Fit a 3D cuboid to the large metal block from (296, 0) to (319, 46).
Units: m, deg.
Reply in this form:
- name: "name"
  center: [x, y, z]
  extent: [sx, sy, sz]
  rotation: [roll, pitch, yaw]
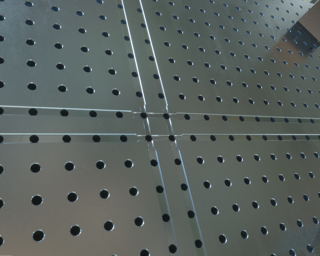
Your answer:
- name: "large metal block"
  center: [0.377, -0.248, 0.717]
  extent: [0.080, 0.080, 0.050]
  rotation: [47, 20, 4]

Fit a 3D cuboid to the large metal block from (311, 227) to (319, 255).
- name: "large metal block"
  center: [0.270, 0.167, 0.415]
  extent: [0.080, 0.080, 0.050]
  rotation: [48, 51, 5]
